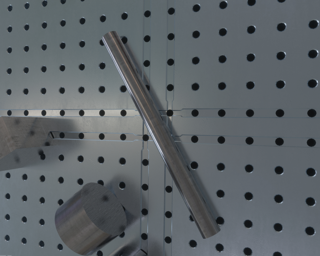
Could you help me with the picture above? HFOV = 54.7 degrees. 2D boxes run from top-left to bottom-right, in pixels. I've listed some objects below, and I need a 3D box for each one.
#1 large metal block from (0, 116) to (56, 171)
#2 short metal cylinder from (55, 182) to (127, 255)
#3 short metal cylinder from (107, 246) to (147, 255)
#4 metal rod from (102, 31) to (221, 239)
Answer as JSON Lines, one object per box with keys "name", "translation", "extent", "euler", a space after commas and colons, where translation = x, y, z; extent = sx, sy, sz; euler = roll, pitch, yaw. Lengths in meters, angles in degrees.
{"name": "large metal block", "translation": [-0.220, 0.025, 0.461], "extent": [0.080, 0.080, 0.050], "euler": [-30, 80, 17]}
{"name": "short metal cylinder", "translation": [-0.091, 0.121, 0.415], "extent": [0.050, 0.080, 0.080], "euler": [-40, 77, 15]}
{"name": "short metal cylinder", "translation": [-0.051, 0.208, 0.417], "extent": [0.080, 0.050, 0.079], "euler": [0, 90, 20]}
{"name": "metal rod", "translation": [-0.003, 0.002, 0.413], "extent": [0.025, 0.025, 0.299], "euler": [-30, 80, 17]}
